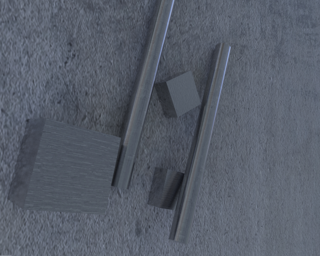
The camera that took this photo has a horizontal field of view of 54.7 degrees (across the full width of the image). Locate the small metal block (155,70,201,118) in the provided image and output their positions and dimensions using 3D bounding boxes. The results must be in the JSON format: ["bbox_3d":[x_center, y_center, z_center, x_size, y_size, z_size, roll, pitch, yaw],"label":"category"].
[{"bbox_3d":[0.025,-0.047,0.428,0.050,0.025,0.050,-31,109,-36],"label":"small metal block"}]

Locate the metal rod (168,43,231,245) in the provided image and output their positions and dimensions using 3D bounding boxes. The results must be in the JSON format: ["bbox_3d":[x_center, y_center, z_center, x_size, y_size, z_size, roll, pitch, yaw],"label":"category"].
[{"bbox_3d":[0.061,0.006,0.435,0.025,0.025,0.299,33,63,-36],"label":"metal rod"}]

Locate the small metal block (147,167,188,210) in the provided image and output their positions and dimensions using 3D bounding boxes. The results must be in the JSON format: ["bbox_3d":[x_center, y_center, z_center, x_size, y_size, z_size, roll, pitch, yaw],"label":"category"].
[{"bbox_3d":[0.015,0.084,0.420,0.050,0.025,0.050,21,77,-38],"label":"small metal block"}]

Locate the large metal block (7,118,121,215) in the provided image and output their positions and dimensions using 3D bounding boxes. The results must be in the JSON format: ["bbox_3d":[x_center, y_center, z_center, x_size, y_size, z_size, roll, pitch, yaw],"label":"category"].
[{"bbox_3d":[-0.094,0.039,0.311,0.080,0.050,0.080,18,79,-39],"label":"large metal block"}]

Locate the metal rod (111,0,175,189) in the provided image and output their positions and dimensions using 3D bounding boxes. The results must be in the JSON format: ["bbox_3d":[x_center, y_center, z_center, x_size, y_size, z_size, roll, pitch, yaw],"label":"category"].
[{"bbox_3d":[-0.015,-0.073,0.393,0.025,0.025,0.299,22,76,-38],"label":"metal rod"}]
